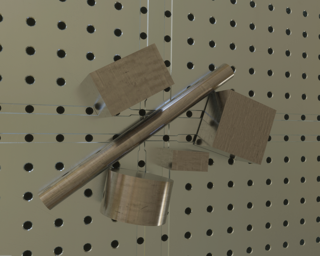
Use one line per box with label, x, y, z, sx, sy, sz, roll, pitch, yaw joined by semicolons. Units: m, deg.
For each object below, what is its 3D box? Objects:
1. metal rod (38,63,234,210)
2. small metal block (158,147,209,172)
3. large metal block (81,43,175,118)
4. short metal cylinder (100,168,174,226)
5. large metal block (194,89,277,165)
metal rod;-0.019;0.002;0.406;0.301;0.025;0.025;-36;102;-17
small metal block;0.030;0.041;0.412;0.050;0.050;0.025;5;88;-20
large metal block;-0.042;-0.053;0.369;0.080;0.080;0.050;-30;100;-18
short metal cylinder;-0.028;0.081;0.373;0.081;0.080;0.050;12;86;-20
large metal block;0.106;0.000;0.437;0.080;0.050;0.080;21;83;-19
